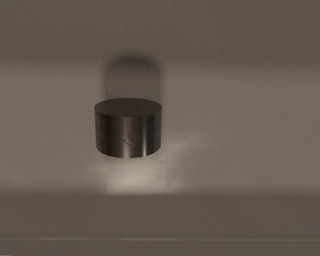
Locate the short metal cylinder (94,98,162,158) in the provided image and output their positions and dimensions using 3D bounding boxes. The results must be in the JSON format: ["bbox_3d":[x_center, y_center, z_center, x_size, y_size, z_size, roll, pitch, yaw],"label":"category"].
[{"bbox_3d":[-0.038,-0.003,0.381,0.081,0.080,0.050,1,110,-1],"label":"short metal cylinder"}]
